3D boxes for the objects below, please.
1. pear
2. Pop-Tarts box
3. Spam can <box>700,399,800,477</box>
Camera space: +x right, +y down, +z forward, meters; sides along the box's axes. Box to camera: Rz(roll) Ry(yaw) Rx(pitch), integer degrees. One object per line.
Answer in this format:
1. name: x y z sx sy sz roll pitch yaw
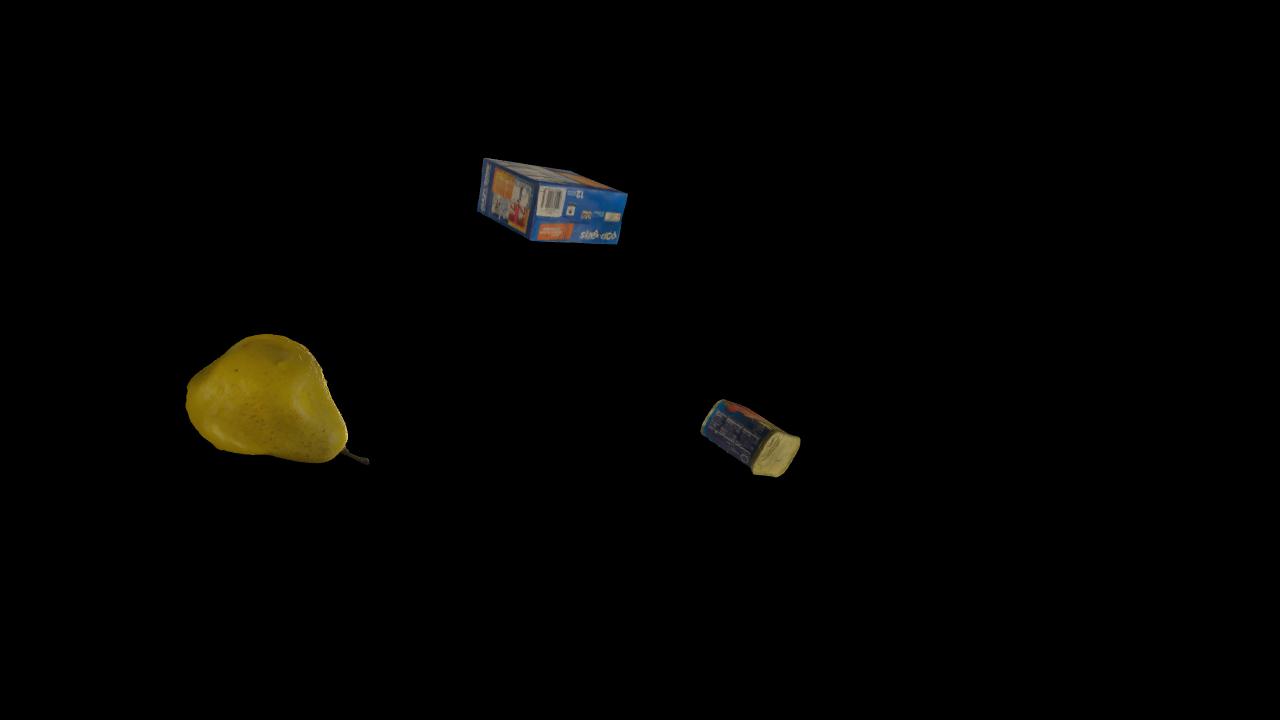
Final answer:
1. pear: -0.232 0.038 0.406 0.080 0.111 0.080 -30 24 15
2. Pop-Tarts box: -0.129 -0.232 0.910 0.141 0.083 0.167 32 27 36
3. Spam can: 0.135 0.095 0.751 0.085 0.058 0.101 33 7 36
